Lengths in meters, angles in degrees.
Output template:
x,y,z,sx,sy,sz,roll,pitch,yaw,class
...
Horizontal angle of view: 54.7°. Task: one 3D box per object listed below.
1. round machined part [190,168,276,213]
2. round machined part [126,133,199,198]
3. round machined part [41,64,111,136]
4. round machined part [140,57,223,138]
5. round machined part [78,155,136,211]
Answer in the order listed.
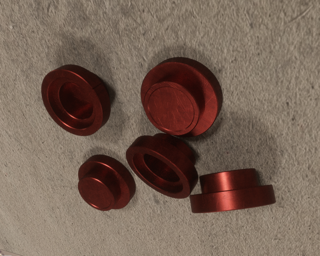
x,y,z,sx,sy,sz,roll,pitch,yaw,class
0.084,0.074,0.373,0.098,0.099,0.042,-16,75,34,round machined part
0.007,0.045,0.406,0.098,0.042,0.097,26,146,20,round machined part
-0.109,-0.041,0.426,0.098,0.042,0.097,13,124,20,round machined part
0.020,-0.030,0.366,0.098,0.042,0.097,13,124,20,round machined part
-0.092,0.095,0.501,0.098,0.042,0.097,13,124,20,round machined part
